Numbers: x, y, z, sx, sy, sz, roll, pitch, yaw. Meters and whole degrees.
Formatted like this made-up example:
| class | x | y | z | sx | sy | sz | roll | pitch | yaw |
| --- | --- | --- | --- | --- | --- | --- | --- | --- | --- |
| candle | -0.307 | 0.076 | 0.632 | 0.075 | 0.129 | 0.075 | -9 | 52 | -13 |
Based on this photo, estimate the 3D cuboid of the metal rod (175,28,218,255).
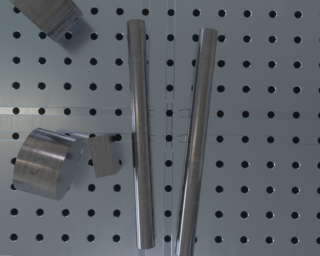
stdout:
| class | x | y | z | sx | sy | sz | roll | pitch | yaw |
| --- | --- | --- | --- | --- | --- | --- | --- | --- | --- |
| metal rod | 0.049 | 0.019 | 0.413 | 0.025 | 0.025 | 0.298 | 6 | 90 | 0 |

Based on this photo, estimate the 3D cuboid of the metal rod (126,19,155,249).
| class | x | y | z | sx | sy | sz | roll | pitch | yaw |
| --- | --- | --- | --- | --- | --- | --- | --- | --- | --- |
| metal rod | -0.025 | 0.008 | 0.413 | 0.025 | 0.025 | 0.298 | -3 | 90 | 0 |

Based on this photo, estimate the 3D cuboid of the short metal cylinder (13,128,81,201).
| class | x | y | z | sx | sy | sz | roll | pitch | yaw |
| --- | --- | --- | --- | --- | --- | --- | --- | --- | --- |
| short metal cylinder | -0.137 | 0.045 | 0.385 | 0.050 | 0.080 | 0.080 | 16 | 90 | 0 |

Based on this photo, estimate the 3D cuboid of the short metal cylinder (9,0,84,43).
| class | x | y | z | sx | sy | sz | roll | pitch | yaw |
| --- | --- | --- | --- | --- | --- | --- | --- | --- | --- |
| short metal cylinder | -0.143 | -0.153 | 0.385 | 0.080 | 0.080 | 0.050 | 44 | 90 | 0 |

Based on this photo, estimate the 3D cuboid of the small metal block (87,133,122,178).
| class | x | y | z | sx | sy | sz | roll | pitch | yaw |
| --- | --- | --- | --- | --- | --- | --- | --- | --- | --- |
| small metal block | -0.070 | 0.034 | 0.400 | 0.025 | 0.050 | 0.050 | -12 | 90 | 0 |
